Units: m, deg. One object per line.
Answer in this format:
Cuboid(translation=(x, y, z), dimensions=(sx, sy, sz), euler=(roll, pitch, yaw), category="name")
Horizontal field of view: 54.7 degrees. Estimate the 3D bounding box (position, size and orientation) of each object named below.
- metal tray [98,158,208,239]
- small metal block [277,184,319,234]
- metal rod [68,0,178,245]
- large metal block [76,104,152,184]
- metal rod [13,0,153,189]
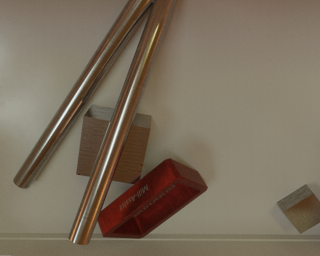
Cuboid(translation=(-0.009, 0.100, 0.418), dimensions=(0.130, 0.030, 0.090), euler=(-40, 145, 13), category="metal tray")
Cuboid(translation=(0.212, 0.120, 0.459), dimensions=(0.050, 0.025, 0.050), euler=(-37, 106, 12), category="small metal block")
Cuboid(translation=(-0.042, -0.012, 0.356), dimensions=(0.025, 0.025, 0.299), euler=(20, 90, -8), category="metal rod")
Cuboid(translation=(-0.059, 0.021, 0.405), dimensions=(0.081, 0.050, 0.079), euler=(11, 110, -5), category="large metal block")
Cuboid(translation=(-0.106, -0.037, 0.396), dimensions=(0.025, 0.025, 0.299), euler=(34, 106, -12), category="metal rod")
